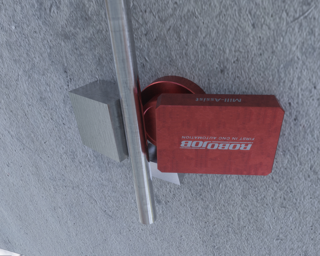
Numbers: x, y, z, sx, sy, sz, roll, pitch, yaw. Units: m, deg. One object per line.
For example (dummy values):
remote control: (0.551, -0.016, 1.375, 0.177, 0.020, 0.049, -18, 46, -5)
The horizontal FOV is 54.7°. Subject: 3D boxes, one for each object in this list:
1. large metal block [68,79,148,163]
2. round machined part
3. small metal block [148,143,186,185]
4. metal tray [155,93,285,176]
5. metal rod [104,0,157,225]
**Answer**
large metal block: (-0.067, -0.012, 0.405, 0.080, 0.050, 0.079, 19, 128, 39)
round machined part: (0.013, -0.011, 0.383, 0.098, 0.042, 0.097, 13, 124, 21)
small metal block: (0.007, 0.050, 0.423, 0.050, 0.025, 0.050, 15, 150, 20)
metal tray: (0.062, 0.008, 0.349, 0.131, 0.030, 0.089, 1, 122, 4)
metal rod: (-0.030, -0.006, 0.366, 0.025, 0.025, 0.298, 7, 120, 24)
